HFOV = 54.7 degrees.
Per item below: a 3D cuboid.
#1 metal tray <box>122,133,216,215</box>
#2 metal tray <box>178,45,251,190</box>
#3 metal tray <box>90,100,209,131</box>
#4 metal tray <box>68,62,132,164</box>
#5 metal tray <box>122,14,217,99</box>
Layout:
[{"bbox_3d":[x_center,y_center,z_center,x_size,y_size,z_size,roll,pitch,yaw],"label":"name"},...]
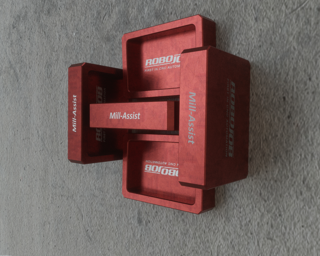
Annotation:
[{"bbox_3d":[0.007,0.052,0.399,0.130,0.030,0.089,1,90,40],"label":"metal tray"},{"bbox_3d":[0.058,-0.009,0.316,0.030,0.091,0.129,2,91,40],"label":"metal tray"},{"bbox_3d":[-0.010,-0.015,0.374,0.130,0.091,0.030,2,93,40],"label":"metal tray"},{"bbox_3d":[-0.081,-0.019,0.431,0.030,0.091,0.129,2,92,40],"label":"metal tray"},{"bbox_3d":[0.008,-0.084,0.397,0.130,0.030,0.089,1,93,40],"label":"metal tray"}]
